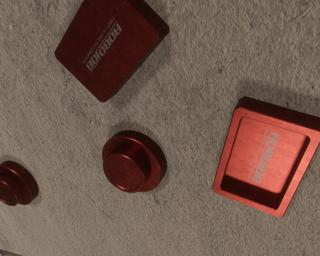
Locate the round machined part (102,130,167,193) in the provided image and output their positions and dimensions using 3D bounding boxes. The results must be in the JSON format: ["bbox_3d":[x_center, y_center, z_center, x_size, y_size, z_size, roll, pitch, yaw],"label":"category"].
[{"bbox_3d":[-0.043,0.055,0.451,0.098,0.042,0.097,13,124,20],"label":"round machined part"}]

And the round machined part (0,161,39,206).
[{"bbox_3d":[-0.298,0.117,0.622,0.098,0.042,0.097,13,124,20],"label":"round machined part"}]

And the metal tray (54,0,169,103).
[{"bbox_3d":[-0.062,-0.102,0.372,0.090,0.030,0.129,45,129,-4],"label":"metal tray"}]

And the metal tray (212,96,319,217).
[{"bbox_3d":[0.120,0.036,0.362,0.090,0.030,0.129,19,126,16],"label":"metal tray"}]
